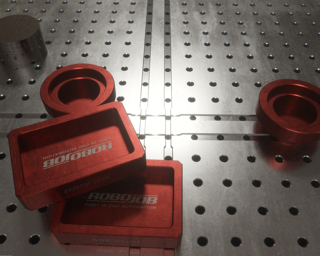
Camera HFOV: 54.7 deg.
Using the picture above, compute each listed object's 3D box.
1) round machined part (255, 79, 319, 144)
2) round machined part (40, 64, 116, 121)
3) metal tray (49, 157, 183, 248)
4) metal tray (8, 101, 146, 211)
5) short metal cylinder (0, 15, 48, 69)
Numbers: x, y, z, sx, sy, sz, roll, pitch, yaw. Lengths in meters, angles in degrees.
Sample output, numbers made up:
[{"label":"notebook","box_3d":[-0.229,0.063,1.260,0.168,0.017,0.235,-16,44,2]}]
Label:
[{"label":"round machined part","box_3d":[0.177,-0.018,0.414,0.099,0.042,0.098,0,50,0]},{"label":"round machined part","box_3d":[-0.111,-0.043,0.431,0.099,0.042,0.098,0,50,0]},{"label":"metal tray","box_3d":[-0.042,0.078,0.337,0.131,0.030,0.090,2,50,1]},{"label":"metal tray","box_3d":[-0.091,0.025,0.342,0.131,0.030,0.090,-17,52,-15]},{"label":"short metal cylinder","box_3d":[-0.232,-0.142,0.508,0.081,0.050,0.080,0,50,0]}]
